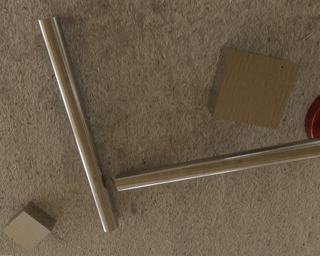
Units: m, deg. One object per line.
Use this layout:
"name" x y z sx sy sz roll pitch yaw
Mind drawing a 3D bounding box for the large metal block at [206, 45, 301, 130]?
"large metal block" 0.110 -0.051 0.379 0.081 0.050 0.079 11 110 -5

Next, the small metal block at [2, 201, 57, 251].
"small metal block" -0.194 0.146 0.461 0.050 0.025 0.050 -41 106 13

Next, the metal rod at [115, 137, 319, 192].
"metal rod" 0.085 0.047 0.405 0.301 0.025 0.025 -12 110 13

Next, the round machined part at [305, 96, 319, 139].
"round machined part" 0.247 -0.005 0.403 0.099 0.042 0.097 0 110 -1

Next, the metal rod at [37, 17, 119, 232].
"metal rod" -0.102 0.010 0.411 0.025 0.025 0.298 -11 110 3
